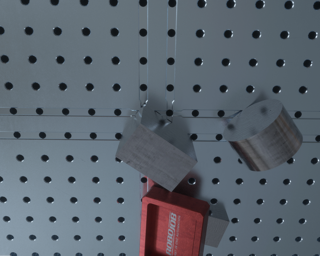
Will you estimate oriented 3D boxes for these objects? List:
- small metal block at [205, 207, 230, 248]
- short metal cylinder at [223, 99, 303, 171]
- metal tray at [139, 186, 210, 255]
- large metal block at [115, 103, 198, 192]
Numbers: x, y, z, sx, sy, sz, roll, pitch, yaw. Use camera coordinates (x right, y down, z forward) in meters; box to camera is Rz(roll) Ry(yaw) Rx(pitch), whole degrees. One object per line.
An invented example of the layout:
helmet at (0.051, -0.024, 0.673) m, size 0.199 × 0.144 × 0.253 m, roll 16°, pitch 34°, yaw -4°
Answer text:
small metal block at (0.070, 0.148, 0.468) m, size 0.050 × 0.025 × 0.050 m, roll 17°, pitch 109°, yaw -7°
short metal cylinder at (0.128, 0.008, 0.388) m, size 0.080 × 0.080 × 0.050 m, roll -35°, pitch 107°, yaw 12°
metal tray at (0.018, 0.158, 0.450) m, size 0.090 × 0.030 × 0.129 m, roll 12°, pitch 112°, yaw 21°
large metal block at (-0.004, 0.022, 0.392) m, size 0.080 × 0.080 × 0.050 m, roll 35°, pitch 106°, yaw -12°
